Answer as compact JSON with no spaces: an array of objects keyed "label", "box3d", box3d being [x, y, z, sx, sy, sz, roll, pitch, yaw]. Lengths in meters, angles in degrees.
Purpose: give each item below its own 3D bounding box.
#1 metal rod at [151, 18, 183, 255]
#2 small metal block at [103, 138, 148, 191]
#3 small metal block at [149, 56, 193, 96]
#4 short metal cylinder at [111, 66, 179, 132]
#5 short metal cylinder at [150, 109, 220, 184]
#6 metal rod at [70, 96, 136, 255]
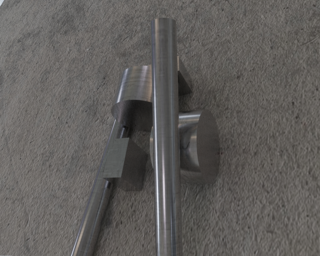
[{"label":"metal rod","box3d":[0.007,0.047,0.291,0.025,0.025,0.298,-3,86,27]},{"label":"small metal block","box3d":[-0.041,0.046,0.381,0.025,0.050,0.050,-6,59,25]},{"label":"small metal block","box3d":[0.012,-0.066,0.422,0.050,0.050,0.025,-13,56,21]},{"label":"short metal cylinder","box3d":[-0.018,-0.035,0.400,0.080,0.080,0.050,-5,60,26]},{"label":"short metal cylinder","box3d":[0.030,0.021,0.340,0.050,0.080,0.080,-4,60,26]},{"label":"metal rod","box3d":[-0.067,0.049,0.408,0.025,0.025,0.300,0,61,28]}]
